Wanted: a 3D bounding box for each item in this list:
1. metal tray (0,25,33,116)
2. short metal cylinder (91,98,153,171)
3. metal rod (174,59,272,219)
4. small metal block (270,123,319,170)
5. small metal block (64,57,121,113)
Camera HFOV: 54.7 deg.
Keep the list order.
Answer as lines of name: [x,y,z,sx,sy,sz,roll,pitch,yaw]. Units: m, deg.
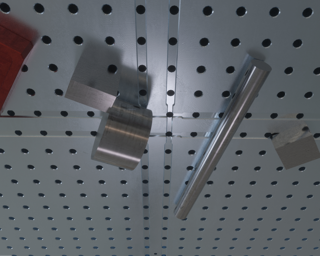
metal tray: [-0.214,-0.064,0.351,0.090,0.030,0.129,28,125,-22]
short metal cylinder: [-0.048,0.007,0.381,0.050,0.080,0.079,19,128,-15]
metal rod: [0.075,0.038,0.444,0.025,0.025,0.298,12,129,-10]
small metal block: [0.191,0.027,0.436,0.050,0.025,0.050,-25,126,20]
small metal block: [-0.075,-0.049,0.352,0.050,0.050,0.025,20,127,-17]
